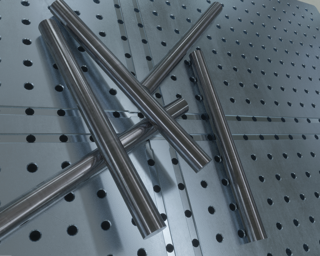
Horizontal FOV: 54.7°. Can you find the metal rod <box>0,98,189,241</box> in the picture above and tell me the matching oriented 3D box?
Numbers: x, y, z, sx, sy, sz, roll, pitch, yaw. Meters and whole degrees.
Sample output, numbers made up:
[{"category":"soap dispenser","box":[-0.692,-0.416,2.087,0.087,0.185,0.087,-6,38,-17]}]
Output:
[{"category":"metal rod","box":[-0.066,0.034,0.352,0.302,0.025,0.025,-34,81,-38]}]

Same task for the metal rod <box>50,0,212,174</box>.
[{"category":"metal rod","box":[-0.046,-0.062,0.399,0.025,0.025,0.300,-31,72,-38]}]

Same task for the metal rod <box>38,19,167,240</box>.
[{"category":"metal rod","box":[-0.077,-0.018,0.353,0.025,0.025,0.299,-15,62,-34]}]

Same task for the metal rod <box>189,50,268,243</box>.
[{"category":"metal rod","box":[0.092,0.010,0.453,0.025,0.025,0.299,1,61,-28]}]

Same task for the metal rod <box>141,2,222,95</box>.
[{"category":"metal rod","box":[0.045,-0.144,0.522,0.025,0.025,0.301,38,51,-3]}]
